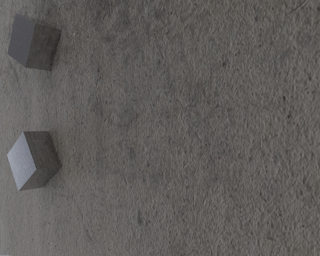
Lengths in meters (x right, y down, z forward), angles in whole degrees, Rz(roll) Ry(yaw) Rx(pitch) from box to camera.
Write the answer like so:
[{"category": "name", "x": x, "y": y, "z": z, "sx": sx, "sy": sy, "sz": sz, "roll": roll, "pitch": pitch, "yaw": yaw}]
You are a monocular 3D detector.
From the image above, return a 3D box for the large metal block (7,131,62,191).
[{"category": "large metal block", "x": -0.239, "y": 0.062, "z": 0.586, "sx": 0.080, "sy": 0.050, "sz": 0.080, "roll": -43, "pitch": 64, "yaw": 31}]

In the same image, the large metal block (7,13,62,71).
[{"category": "large metal block", "x": -0.239, "y": -0.162, "z": 0.587, "sx": 0.080, "sy": 0.050, "sz": 0.079, "roll": 32, "pitch": 110, "yaw": 35}]
